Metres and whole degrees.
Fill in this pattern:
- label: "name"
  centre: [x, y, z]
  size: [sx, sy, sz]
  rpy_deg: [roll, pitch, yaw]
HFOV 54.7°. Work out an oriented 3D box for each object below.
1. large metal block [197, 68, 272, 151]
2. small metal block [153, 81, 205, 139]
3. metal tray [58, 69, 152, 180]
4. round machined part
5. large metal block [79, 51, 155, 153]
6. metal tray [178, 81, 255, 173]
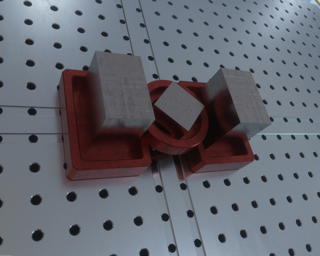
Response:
- label: "large metal block"
  centre: [0.091, -0.022, 0.418]
  size: [0.050, 0.080, 0.080]
  rpy_deg: [1, 61, -28]
- label: "small metal block"
  centre: [0.019, -0.022, 0.379]
  size: [0.050, 0.025, 0.050]
  rpy_deg: [38, 51, -3]
- label: "metal tray"
  centre: [-0.068, -0.007, 0.371]
  size: [0.091, 0.030, 0.130]
  rpy_deg: [1, 61, -28]
- label: "round machined part"
  centre: [0.009, -0.010, 0.397]
  size: [0.099, 0.042, 0.098]
  rpy_deg: [14, 56, -21]
- label: "large metal block"
  centre: [-0.052, -0.025, 0.343]
  size: [0.050, 0.080, 0.080]
  rpy_deg: [1, 62, -28]
- label: "metal tray"
  centre: [0.073, -0.005, 0.445]
  size: [0.091, 0.030, 0.130]
  rpy_deg: [0, 62, -28]
